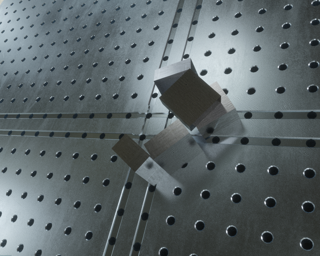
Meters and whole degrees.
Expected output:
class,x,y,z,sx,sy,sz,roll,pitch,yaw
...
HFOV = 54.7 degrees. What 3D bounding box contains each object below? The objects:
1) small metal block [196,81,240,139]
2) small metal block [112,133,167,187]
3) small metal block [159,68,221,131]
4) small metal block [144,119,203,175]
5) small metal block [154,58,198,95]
class,x,y,z,sx,sy,sz,roll,pitch,yaw
small metal block,0.063,-0.023,0.388,0.050,0.025,0.050,-31,52,8
small metal block,-0.024,0.039,0.379,0.025,0.050,0.050,-48,52,-5
small metal block,0.036,-0.033,0.366,0.050,0.025,0.050,-44,73,-2
small metal block,0.017,0.024,0.368,0.050,0.050,0.025,-37,51,3
small metal block,0.026,-0.058,0.410,0.050,0.050,0.025,-16,41,19
